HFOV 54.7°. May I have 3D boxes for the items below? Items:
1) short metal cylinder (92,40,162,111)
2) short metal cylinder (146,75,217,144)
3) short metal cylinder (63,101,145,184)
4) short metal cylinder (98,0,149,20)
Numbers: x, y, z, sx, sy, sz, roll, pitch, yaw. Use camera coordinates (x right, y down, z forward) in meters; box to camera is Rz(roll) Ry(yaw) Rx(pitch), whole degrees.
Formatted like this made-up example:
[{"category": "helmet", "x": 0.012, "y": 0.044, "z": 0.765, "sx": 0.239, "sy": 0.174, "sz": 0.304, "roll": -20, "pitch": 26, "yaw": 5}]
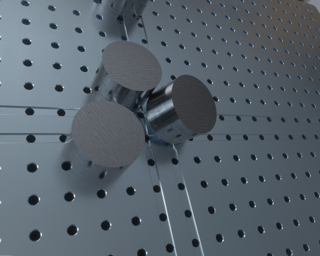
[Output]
[{"category": "short metal cylinder", "x": -0.044, "y": -0.068, "z": 0.411, "sx": 0.081, "sy": 0.050, "sz": 0.080, "roll": 14, "pitch": 56, "yaw": -21}, {"category": "short metal cylinder", "x": 0.029, "y": -0.024, "z": 0.411, "sx": 0.081, "sy": 0.050, "sz": 0.080, "roll": 18, "pitch": 62, "yaw": -36}, {"category": "short metal cylinder", "x": -0.064, "y": 0.016, "z": 0.349, "sx": 0.081, "sy": 0.050, "sz": 0.080, "roll": 14, "pitch": 56, "yaw": -21}, {"category": "short metal cylinder", "x": -0.055, "y": -0.223, "z": 0.500, "sx": 0.081, "sy": 0.050, "sz": 0.080, "roll": 14, "pitch": 56, "yaw": -21}]
